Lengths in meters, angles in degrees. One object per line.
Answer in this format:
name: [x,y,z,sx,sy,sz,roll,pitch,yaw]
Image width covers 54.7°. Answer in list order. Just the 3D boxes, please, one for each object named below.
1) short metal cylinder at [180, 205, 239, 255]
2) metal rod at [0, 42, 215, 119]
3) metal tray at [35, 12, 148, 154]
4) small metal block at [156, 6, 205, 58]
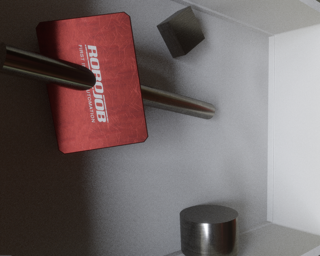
short metal cylinder: [0.069,0.143,0.431,0.081,0.080,0.050,-5,93,-40]
metal rod: [-0.028,-0.041,0.360,0.302,0.025,0.025,9,85,-47]
metal tray: [-0.066,-0.045,0.318,0.091,0.030,0.129,-9,97,-4]
small metal block: [0.030,-0.134,0.434,0.050,0.025,0.050,-45,117,-31]
